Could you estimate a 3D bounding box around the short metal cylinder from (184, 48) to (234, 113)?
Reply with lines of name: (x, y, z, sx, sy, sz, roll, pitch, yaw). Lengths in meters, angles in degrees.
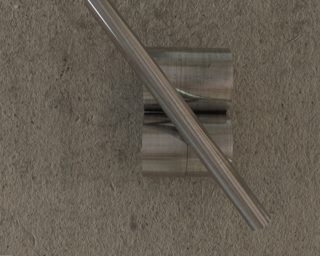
short metal cylinder: (0.057, -0.059, 0.384, 0.050, 0.080, 0.079, 1, 90, 0)

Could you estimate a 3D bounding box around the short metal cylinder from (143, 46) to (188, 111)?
short metal cylinder: (0.006, -0.060, 0.384, 0.050, 0.080, 0.079, 1, 90, 0)

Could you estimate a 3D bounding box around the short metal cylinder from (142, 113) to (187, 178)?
short metal cylinder: (0.005, 0.021, 0.384, 0.050, 0.080, 0.079, 1, 90, 0)

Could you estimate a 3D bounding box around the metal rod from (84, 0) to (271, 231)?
metal rod: (0.019, -0.018, 0.331, 0.025, 0.025, 0.299, -37, 90, 0)

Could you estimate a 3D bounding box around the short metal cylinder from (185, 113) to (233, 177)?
short metal cylinder: (0.056, 0.021, 0.384, 0.050, 0.080, 0.079, 1, 90, 0)
